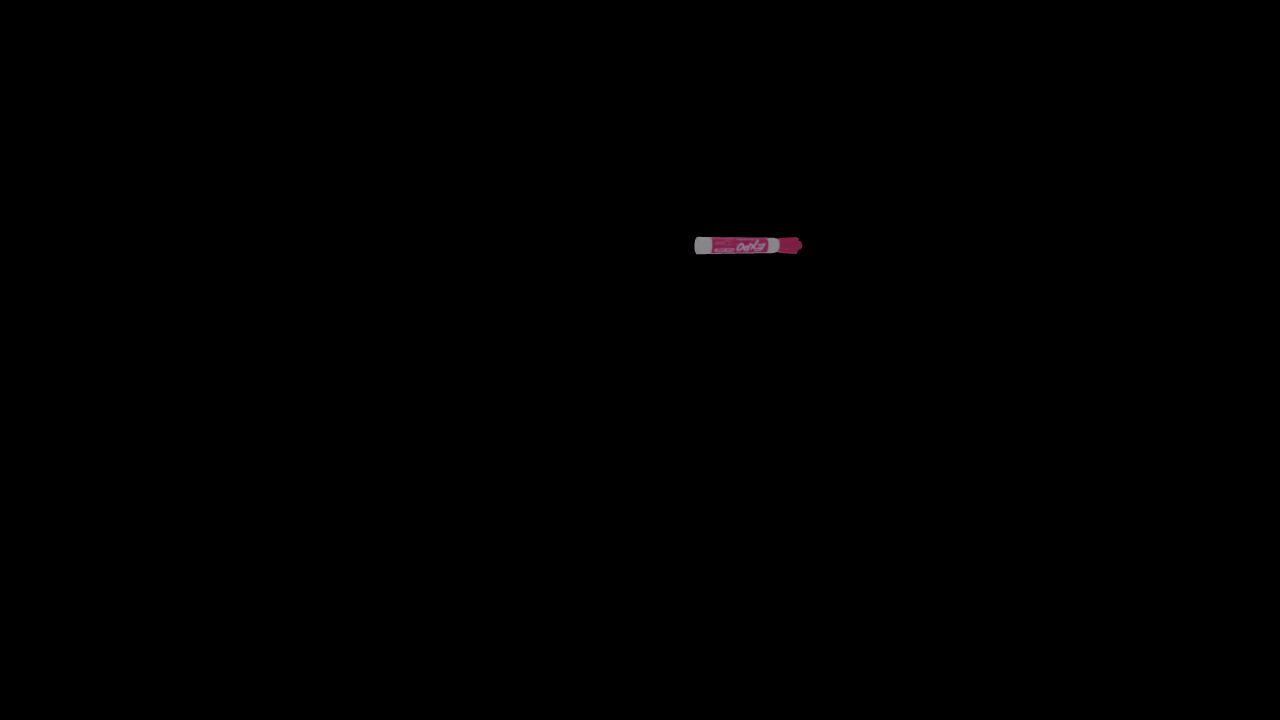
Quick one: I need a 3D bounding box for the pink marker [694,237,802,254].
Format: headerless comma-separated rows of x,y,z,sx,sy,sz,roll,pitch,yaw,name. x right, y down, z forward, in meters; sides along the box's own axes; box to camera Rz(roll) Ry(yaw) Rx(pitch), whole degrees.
0.120,-0.126,0.677,0.121,0.020,0.020,-2,0,-11,pink marker
